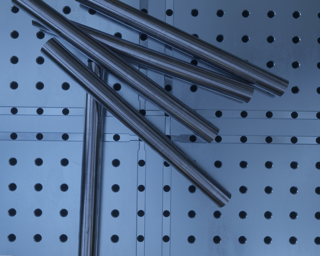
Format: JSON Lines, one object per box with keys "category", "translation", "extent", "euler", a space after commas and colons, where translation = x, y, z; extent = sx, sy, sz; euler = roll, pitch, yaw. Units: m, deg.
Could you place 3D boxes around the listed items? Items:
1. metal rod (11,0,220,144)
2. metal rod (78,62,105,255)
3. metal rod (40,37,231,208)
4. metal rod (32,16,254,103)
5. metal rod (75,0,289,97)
{"category": "metal rod", "translation": [-0.050, -0.075, 0.396], "extent": [0.301, 0.025, 0.025], "euler": [35, 90, -7]}
{"category": "metal rod", "translation": [-0.092, 0.064, 0.412], "extent": [0.025, 0.025, 0.298], "euler": [3, 90, -1]}
{"category": "metal rod", "translation": [-0.025, -0.002, 0.396], "extent": [0.300, 0.025, 0.025], "euler": [42, 90, -7]}
{"category": "metal rod", "translation": [-0.021, -0.095, 0.413], "extent": [0.302, 0.025, 0.025], "euler": [20, 90, -1]}
{"category": "metal rod", "translation": [0.029, -0.116, 0.413], "extent": [0.301, 0.025, 0.025], "euler": [25, 90, -1]}
